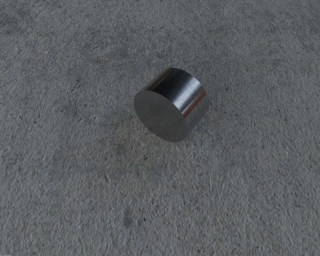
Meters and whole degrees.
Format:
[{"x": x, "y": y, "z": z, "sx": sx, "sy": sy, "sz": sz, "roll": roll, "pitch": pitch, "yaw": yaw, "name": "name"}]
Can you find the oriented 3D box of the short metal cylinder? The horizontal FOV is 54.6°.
[{"x": 0.014, "y": -0.028, "z": 0.392, "sx": 0.080, "sy": 0.080, "sz": 0.050, "roll": 28, "pitch": 56, "yaw": 21, "name": "short metal cylinder"}]
